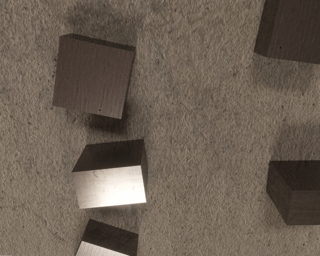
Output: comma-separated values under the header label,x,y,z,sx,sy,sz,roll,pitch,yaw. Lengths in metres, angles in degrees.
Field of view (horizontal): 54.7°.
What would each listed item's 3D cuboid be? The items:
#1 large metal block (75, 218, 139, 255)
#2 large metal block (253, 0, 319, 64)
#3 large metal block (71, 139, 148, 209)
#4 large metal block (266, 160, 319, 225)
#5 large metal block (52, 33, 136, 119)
label,x,y,z,sx,sy,sz,roll,pitch,yaw
large metal block,-0.086,0.195,0.467,0.080,0.050,0.079,21,109,-8
large metal block,0.163,-0.119,0.355,0.081,0.050,0.079,7,110,-3
large metal block,-0.059,0.056,0.400,0.080,0.080,0.050,-6,110,2
large metal block,0.198,0.084,0.414,0.081,0.080,0.050,-1,110,0
large metal block,-0.077,-0.063,0.372,0.081,0.050,0.079,11,110,-5
